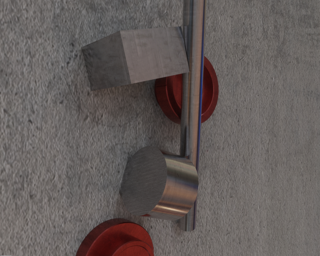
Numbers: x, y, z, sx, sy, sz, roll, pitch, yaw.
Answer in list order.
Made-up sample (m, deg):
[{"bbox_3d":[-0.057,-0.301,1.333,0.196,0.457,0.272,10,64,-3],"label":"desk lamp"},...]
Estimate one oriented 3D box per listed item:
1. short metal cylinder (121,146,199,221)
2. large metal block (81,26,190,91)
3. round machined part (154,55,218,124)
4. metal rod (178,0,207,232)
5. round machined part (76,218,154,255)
[{"bbox_3d":[-0.001,0.066,0.368,0.050,0.080,0.080,22,76,-38],"label":"short metal cylinder"},{"bbox_3d":[-0.028,-0.076,0.345,0.081,0.080,0.050,-19,102,-38],"label":"large metal block"},{"bbox_3d":[0.032,-0.053,0.420,0.099,0.042,0.097,0,90,-40],"label":"round machined part"},{"bbox_3d":[0.038,0.000,0.384,0.025,0.025,0.298,-19,118,-38],"label":"metal rod"},{"bbox_3d":[-0.045,0.158,0.357,0.099,0.042,0.097,0,90,-40],"label":"round machined part"}]
